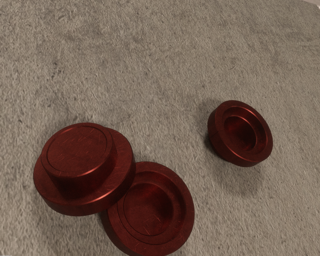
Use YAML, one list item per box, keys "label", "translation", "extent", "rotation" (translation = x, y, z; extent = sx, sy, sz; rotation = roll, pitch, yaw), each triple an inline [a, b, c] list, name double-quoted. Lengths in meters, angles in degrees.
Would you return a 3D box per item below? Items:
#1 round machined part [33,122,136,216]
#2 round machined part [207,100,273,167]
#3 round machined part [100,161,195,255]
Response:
- label: "round machined part"
  translation: [-0.075, 0.032, 0.304]
  extent: [0.099, 0.042, 0.098]
  rotation: [-4, 46, 4]
- label: "round machined part"
  translation: [0.110, 0.012, 0.447]
  extent: [0.099, 0.042, 0.098]
  rotation: [14, 56, -21]
- label: "round machined part"
  translation: [-0.016, 0.089, 0.331]
  extent: [0.099, 0.042, 0.098]
  rotation: [14, 56, -21]
